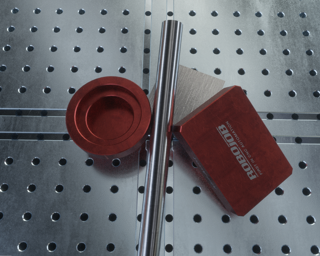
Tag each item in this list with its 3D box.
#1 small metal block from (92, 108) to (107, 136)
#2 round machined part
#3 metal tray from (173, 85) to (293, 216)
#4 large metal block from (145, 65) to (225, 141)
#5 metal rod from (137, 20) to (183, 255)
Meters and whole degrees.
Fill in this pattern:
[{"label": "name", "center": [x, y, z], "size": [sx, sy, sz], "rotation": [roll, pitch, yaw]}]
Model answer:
[{"label": "small metal block", "center": [-0.073, -0.011, 0.412], "size": [0.050, 0.025, 0.050], "rotation": [-21, 72, -8]}, {"label": "round machined part", "center": [-0.058, -0.009, 0.373], "size": [0.099, 0.042, 0.098], "rotation": [-1, 71, 3]}, {"label": "metal tray", "center": [0.088, 0.027, 0.369], "size": [0.090, 0.030, 0.130], "rotation": [-37, 99, -12]}, {"label": "large metal block", "center": [0.030, -0.031, 0.407], "size": [0.080, 0.050, 0.080], "rotation": [22, 71, 7]}, {"label": "metal rod", "center": [-0.001, 0.025, 0.356], "size": [0.025, 0.025, 0.298], "rotation": [6, 86, 2]}]
